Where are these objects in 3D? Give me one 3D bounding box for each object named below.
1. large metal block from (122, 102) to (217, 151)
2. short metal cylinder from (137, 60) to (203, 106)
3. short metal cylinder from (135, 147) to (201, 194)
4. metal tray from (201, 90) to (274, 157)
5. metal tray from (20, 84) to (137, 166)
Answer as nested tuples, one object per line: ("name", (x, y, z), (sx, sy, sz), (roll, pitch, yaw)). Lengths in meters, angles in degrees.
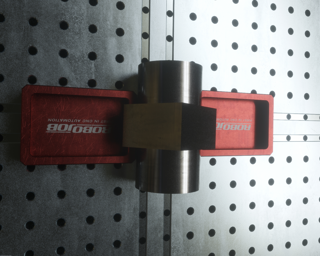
("large metal block", (0.013, -0.001, 0.373), (0.080, 0.080, 0.050), (3, 88, -54))
("short metal cylinder", (0.012, -0.051, 0.387), (0.081, 0.080, 0.050), (1, 90, -20))
("short metal cylinder", (0.010, 0.049, 0.387), (0.081, 0.080, 0.050), (2, 90, -20))
("metal tray", (0.101, -0.006, 0.447), (0.131, 0.030, 0.089), (1, 90, -20))
("metal tray", (-0.095, -0.002, 0.374), (0.131, 0.030, 0.089), (1, 90, -20))
